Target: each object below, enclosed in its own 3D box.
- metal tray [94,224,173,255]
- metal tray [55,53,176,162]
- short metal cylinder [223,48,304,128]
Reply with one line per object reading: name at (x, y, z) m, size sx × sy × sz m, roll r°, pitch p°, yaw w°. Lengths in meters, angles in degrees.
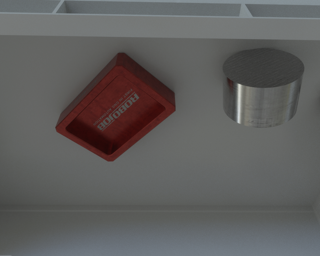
metal tray at (-0.050, 0.239, 0.611) m, size 0.130 × 0.030 × 0.090 m, roll -18°, pitch 128°, yaw 14°
metal tray at (-0.056, -0.020, 0.388) m, size 0.090 × 0.030 × 0.130 m, roll 36°, pitch 121°, yaw -27°
short metal cylinder at (0.109, -0.045, 0.336) m, size 0.080 × 0.080 × 0.050 m, roll -6°, pitch 130°, yaw 5°
